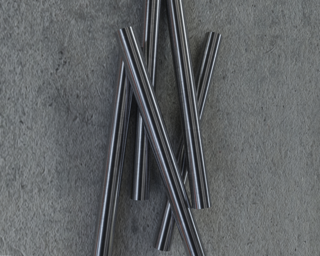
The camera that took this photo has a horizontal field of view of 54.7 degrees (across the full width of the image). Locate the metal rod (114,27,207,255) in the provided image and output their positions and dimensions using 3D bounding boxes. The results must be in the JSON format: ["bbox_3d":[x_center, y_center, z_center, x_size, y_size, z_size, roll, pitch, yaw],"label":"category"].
[{"bbox_3d":[0.003,0.026,0.382,0.025,0.025,0.298,-20,97,-19],"label":"metal rod"}]

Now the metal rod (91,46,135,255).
[{"bbox_3d":[-0.057,0.042,0.387,0.025,0.025,0.298,8,87,-20],"label":"metal rod"}]

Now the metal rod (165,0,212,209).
[{"bbox_3d":[0.034,-0.048,0.402,0.025,0.025,0.298,-6,85,-20],"label":"metal rod"}]

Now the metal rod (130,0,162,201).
[{"bbox_3d":[-0.017,-0.058,0.402,0.025,0.025,0.298,4,89,-20],"label":"metal rod"}]

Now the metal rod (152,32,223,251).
[{"bbox_3d":[0.039,0.014,0.423,0.025,0.025,0.299,16,85,-19],"label":"metal rod"}]
